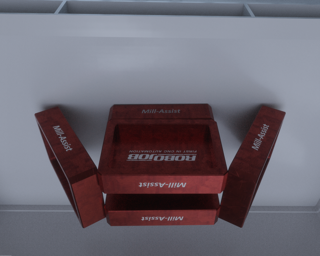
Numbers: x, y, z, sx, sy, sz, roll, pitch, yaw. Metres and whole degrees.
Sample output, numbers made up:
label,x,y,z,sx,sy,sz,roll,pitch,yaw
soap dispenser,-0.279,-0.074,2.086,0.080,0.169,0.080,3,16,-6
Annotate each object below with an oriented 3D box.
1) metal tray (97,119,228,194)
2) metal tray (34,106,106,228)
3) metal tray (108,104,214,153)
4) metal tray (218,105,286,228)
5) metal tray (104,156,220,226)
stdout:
label,x,y,z,sx,sy,sz,roll,pitch,yaw
metal tray,0.003,0.029,0.349,0.131,0.090,0.030,0,130,-1
metal tray,-0.110,0.044,0.377,0.030,0.130,0.089,-22,136,-24
metal tray,0.002,0.013,0.415,0.131,0.030,0.089,-1,130,-1
metal tray,0.113,0.043,0.378,0.030,0.131,0.089,20,134,22
metal tray,0.002,0.075,0.388,0.131,0.090,0.030,0,130,-1
